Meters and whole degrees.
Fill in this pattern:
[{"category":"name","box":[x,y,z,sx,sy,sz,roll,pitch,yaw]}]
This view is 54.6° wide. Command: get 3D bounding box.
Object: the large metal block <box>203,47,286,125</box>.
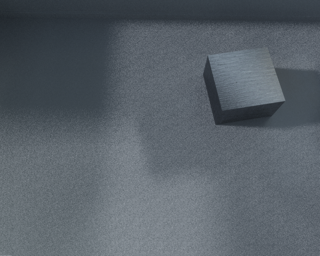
[{"category":"large metal block","box":[0.109,-0.056,0.417,0.080,0.050,0.080,-9,70,-3]}]
